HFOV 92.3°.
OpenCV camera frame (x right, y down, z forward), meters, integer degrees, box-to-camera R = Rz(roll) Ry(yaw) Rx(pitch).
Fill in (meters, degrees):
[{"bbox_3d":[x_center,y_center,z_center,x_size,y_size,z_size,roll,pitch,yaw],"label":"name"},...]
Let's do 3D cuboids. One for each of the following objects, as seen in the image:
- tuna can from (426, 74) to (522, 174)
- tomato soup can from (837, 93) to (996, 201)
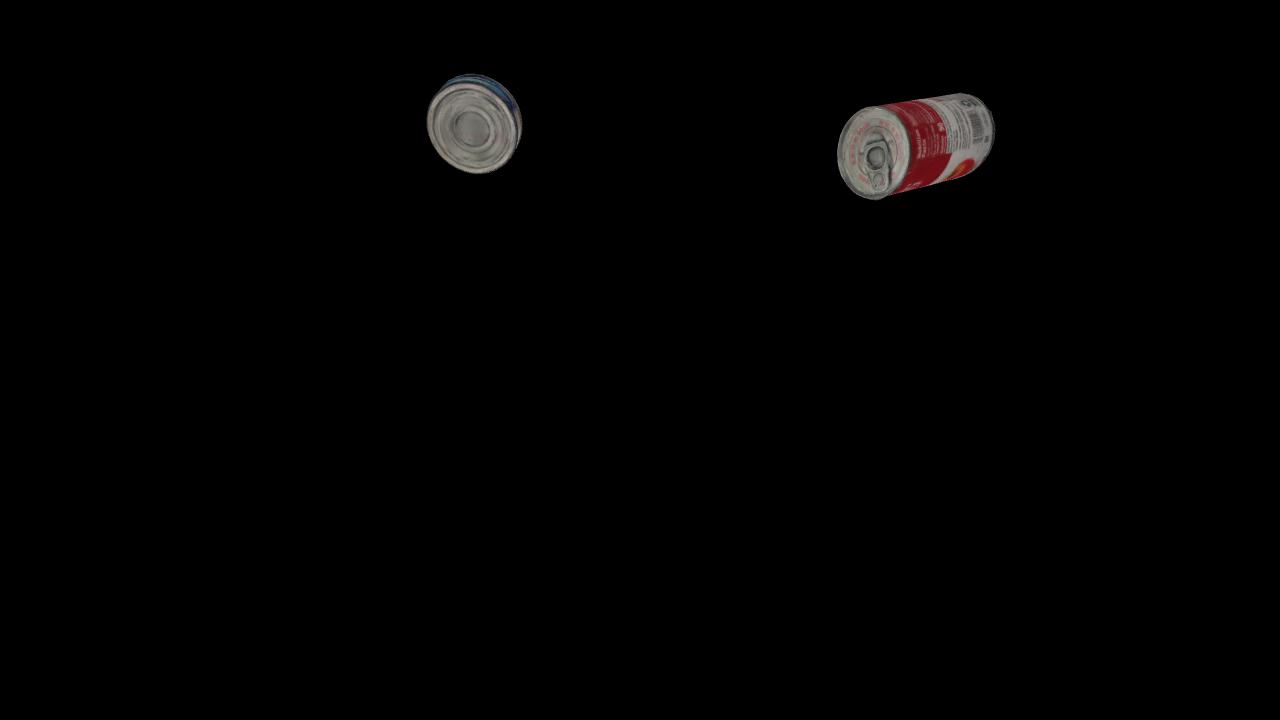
[{"bbox_3d":[-0.154,-0.218,0.572,0.084,0.084,0.034,0,35,-3],"label":"tuna can"},{"bbox_3d":[0.215,-0.168,0.480,0.101,0.068,0.068,-19,8,-25],"label":"tomato soup can"}]
